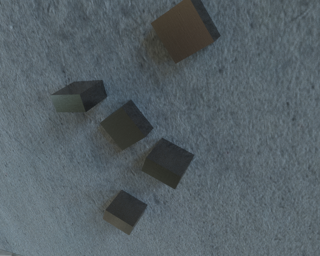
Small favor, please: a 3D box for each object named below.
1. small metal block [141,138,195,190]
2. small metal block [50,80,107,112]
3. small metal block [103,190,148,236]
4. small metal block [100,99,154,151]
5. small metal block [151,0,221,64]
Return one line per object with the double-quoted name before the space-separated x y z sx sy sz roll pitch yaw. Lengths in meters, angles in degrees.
"small metal block" 0.011 0.046 0.412 0.050 0.050 0.025 28 128 10
"small metal block" -0.109 -0.043 0.419 0.050 0.050 0.025 1 119 27
"small metal block" -0.056 0.136 0.503 0.050 0.050 0.025 29 128 9
"small metal block" -0.046 -0.003 0.427 0.050 0.025 0.050 -31 102 37
"small metal block" 0.027 -0.104 0.327 0.050 0.025 0.050 -24 106 36
